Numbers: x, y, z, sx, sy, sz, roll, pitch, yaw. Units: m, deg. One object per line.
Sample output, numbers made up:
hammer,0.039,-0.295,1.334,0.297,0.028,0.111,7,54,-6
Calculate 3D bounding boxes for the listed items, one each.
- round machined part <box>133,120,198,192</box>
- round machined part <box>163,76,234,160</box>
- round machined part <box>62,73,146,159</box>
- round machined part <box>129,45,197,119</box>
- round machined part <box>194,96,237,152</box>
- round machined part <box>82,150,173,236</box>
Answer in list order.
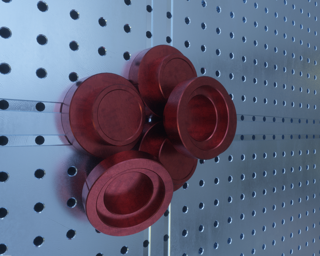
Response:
round machined part,0.012,0.038,0.406,0.099,0.042,0.097,0,90,-40
round machined part,0.043,-0.012,0.377,0.099,0.042,0.097,0,90,-40
round machined part,-0.055,-0.014,0.351,0.099,0.042,0.097,0,90,-40
round machined part,0.012,-0.060,0.407,0.099,0.042,0.097,0,90,-40
round machined part,0.065,-0.011,0.450,0.099,0.042,0.097,0,90,-40
round machined part,-0.038,0.068,0.348,0.099,0.042,0.097,-10,116,-21
